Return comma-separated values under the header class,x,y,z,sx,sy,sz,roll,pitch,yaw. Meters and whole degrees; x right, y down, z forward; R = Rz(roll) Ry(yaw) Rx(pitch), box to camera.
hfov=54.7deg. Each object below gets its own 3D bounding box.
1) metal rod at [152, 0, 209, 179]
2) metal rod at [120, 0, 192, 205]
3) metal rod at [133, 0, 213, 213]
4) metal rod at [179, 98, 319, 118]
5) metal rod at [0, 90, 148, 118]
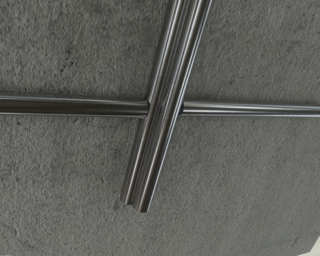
class,x,y,z,sx,sy,sz,roll,pitch,yaw
metal rod,0.011,-0.023,0.403,0.025,0.025,0.298,1,118,-29
metal rod,-0.009,-0.028,0.389,0.025,0.025,0.298,1,118,-29
metal rod,0.010,-0.019,0.377,0.025,0.025,0.298,1,118,-29
metal rod,0.157,-0.029,0.479,0.303,0.025,0.025,-1,119,-29
metal rod,-0.153,-0.025,0.310,0.303,0.025,0.025,0,118,-29
